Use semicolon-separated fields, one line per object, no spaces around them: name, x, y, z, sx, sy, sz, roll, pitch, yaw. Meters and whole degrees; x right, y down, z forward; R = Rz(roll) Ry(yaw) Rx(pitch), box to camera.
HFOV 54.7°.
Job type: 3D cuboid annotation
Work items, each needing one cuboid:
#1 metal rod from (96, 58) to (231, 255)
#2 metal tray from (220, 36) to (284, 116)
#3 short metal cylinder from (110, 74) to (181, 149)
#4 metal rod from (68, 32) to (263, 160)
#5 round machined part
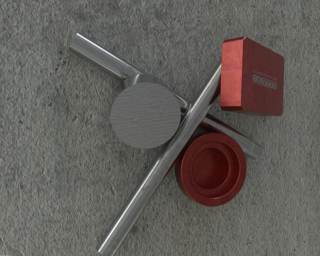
metal rod;0.014;0.030;0.397;0.025;0.025;0.300;35;85;-17
metal tray;0.131;-0.064;0.426;0.131;0.030;0.089;2;89;-48
short metal cylinder;-0.019;-0.021;0.376;0.081;0.050;0.079;-3;111;-7
metal rod;0.021;-0.034;0.419;0.301;0.025;0.025;30;80;-18
round machined part;0.066;0.055;0.426;0.099;0.042;0.097;0;90;-20
